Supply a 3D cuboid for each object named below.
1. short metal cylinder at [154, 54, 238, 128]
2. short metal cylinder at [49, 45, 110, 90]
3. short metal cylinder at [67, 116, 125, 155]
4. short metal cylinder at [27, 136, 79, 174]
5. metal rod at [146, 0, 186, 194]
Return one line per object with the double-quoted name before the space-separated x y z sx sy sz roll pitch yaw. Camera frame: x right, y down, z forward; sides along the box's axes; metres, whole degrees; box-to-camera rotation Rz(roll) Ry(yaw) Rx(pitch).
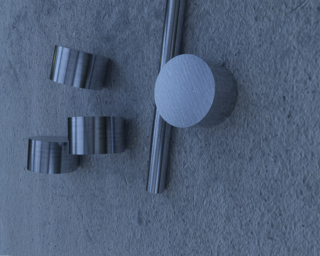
"short metal cylinder" 0.040 -0.040 0.355 0.080 0.050 0.079 0 90 40
"short metal cylinder" -0.122 -0.092 0.470 0.080 0.081 0.050 23 105 37
"short metal cylinder" -0.091 0.010 0.445 0.080 0.081 0.050 -1 89 40
"short metal cylinder" -0.176 0.042 0.515 0.080 0.081 0.050 8 95 39
"metal rod" 0.009 -0.065 0.397 0.025 0.025 0.298 11 97 39
